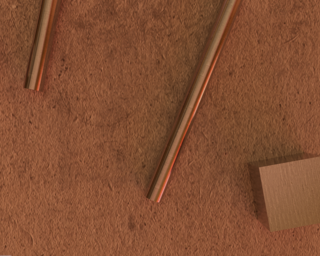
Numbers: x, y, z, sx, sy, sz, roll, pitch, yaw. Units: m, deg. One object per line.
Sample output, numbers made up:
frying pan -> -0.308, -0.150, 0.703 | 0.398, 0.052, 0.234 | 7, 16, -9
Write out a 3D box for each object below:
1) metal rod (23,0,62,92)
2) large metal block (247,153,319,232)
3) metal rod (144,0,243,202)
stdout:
metal rod -> -0.137, -0.196, 0.407 | 0.025, 0.025, 0.298 | 12, 90, -1
large metal block -> 0.166, 0.080, 0.400 | 0.080, 0.050, 0.080 | -10, 90, -1
metal rod -> 0.047, -0.045, 0.410 | 0.025, 0.025, 0.299 | 22, 90, -1
